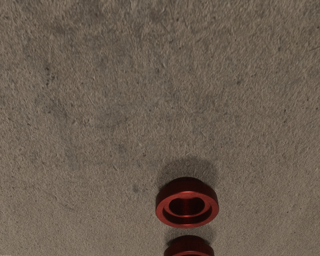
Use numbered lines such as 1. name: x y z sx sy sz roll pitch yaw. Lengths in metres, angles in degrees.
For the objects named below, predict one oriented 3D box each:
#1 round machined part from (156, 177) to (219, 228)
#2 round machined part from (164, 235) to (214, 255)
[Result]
1. round machined part: 0.042 0.116 0.496 0.099 0.042 0.097 -1 130 0
2. round machined part: 0.057 0.246 0.607 0.099 0.042 0.097 -1 130 0
